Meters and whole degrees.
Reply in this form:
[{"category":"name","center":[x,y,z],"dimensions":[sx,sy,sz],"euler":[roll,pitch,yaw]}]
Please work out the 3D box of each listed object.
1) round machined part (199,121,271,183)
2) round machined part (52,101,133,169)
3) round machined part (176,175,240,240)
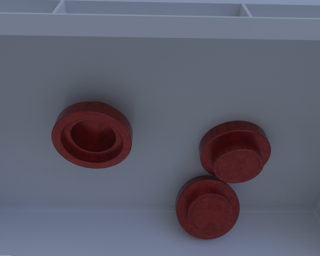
[{"category":"round machined part","center":[0.106,0.040,0.434],"dimensions":[0.099,0.042,0.097],"euler":[-1,130,0]},{"category":"round machined part","center":[-0.084,0.005,0.401],"dimensions":[0.099,0.042,0.097],"euler":[-1,130,0]},{"category":"round machined part","center":[0.074,0.126,0.476],"dimensions":[0.099,0.042,0.097],"euler":[0,96,-2]}]
